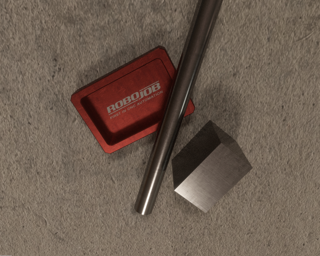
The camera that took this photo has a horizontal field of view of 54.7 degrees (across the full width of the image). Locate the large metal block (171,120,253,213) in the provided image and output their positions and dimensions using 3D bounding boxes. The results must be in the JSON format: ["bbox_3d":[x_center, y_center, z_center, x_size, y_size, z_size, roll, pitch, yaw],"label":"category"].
[{"bbox_3d":[0.062,0.046,0.398,0.050,0.080,0.080,38,105,-13],"label":"large metal block"}]

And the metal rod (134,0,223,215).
[{"bbox_3d":[0.019,-0.025,0.368,0.025,0.025,0.298,15,109,-6],"label":"metal rod"}]

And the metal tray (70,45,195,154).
[{"bbox_3d":[-0.033,-0.034,0.393,0.130,0.030,0.090,-27,108,9],"label":"metal tray"}]
